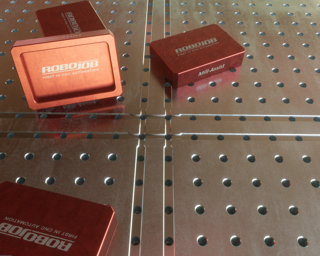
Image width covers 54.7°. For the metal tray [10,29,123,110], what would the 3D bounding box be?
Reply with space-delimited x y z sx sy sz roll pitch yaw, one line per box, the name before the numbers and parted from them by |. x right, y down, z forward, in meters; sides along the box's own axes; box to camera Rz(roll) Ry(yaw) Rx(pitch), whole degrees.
metal tray | -0.123 -0.081 0.428 0.131 0.089 0.030 -11 31 -10

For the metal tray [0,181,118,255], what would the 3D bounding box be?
metal tray | -0.119 0.111 0.309 0.131 0.030 0.090 11 51 9

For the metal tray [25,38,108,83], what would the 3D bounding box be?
metal tray | -0.141 -0.109 0.494 0.131 0.030 0.090 -5 50 -5

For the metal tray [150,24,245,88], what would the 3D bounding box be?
metal tray | 0.060 -0.121 0.507 0.131 0.030 0.090 -21 53 -18

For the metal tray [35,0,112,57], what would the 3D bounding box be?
metal tray | -0.136 -0.150 0.489 0.091 0.030 0.130 -19 53 -16
